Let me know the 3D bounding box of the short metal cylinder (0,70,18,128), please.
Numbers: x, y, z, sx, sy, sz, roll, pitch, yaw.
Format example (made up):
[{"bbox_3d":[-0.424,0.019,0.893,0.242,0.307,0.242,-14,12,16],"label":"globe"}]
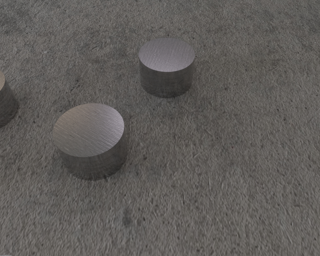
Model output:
[{"bbox_3d":[-0.242,-0.039,0.418,0.080,0.050,0.080,0,50,0],"label":"short metal cylinder"}]

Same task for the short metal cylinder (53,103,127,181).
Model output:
[{"bbox_3d":[-0.081,0.016,0.373,0.080,0.050,0.080,0,50,0],"label":"short metal cylinder"}]

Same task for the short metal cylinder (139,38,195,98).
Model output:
[{"bbox_3d":[0.010,-0.091,0.463,0.080,0.050,0.080,0,50,0],"label":"short metal cylinder"}]
